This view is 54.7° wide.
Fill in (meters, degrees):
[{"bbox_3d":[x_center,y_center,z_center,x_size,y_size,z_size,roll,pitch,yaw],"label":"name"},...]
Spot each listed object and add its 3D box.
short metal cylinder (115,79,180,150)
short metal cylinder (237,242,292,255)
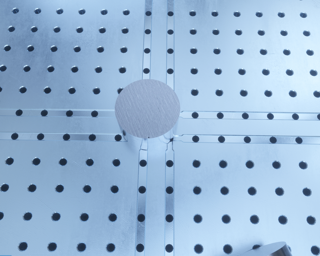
[{"bbox_3d":[-0.015,-0.017,0.404,0.081,0.050,0.080,0,70,0],"label":"short metal cylinder"},{"bbox_3d":[0.106,0.159,0.325,0.080,0.080,0.050,-20,72,-7],"label":"short metal cylinder"}]
